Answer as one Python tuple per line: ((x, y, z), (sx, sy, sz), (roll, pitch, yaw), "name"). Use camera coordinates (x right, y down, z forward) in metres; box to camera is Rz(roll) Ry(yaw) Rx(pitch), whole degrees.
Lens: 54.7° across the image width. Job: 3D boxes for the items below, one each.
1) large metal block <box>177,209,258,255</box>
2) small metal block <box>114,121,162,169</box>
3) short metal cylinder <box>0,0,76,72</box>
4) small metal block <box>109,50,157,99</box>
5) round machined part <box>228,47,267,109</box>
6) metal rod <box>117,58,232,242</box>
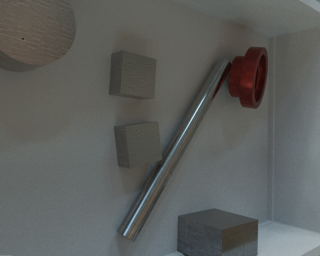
((0.082, 0.153, 0.443), (0.081, 0.080, 0.050), (3, 89, -40), "large metal block")
((-0.027, 0.019, 0.386), (0.050, 0.025, 0.050), (-10, 97, -40), "small metal block")
((-0.126, -0.095, 0.285), (0.081, 0.050, 0.079), (0, 90, -40), "short metal cylinder")
((-0.033, -0.063, 0.381), (0.050, 0.025, 0.050), (5, 87, -40), "small metal block")
((0.142, -0.082, 0.503), (0.099, 0.042, 0.097), (-30, 125, -55), "round machined part")
((0.031, 0.015, 0.434), (0.025, 0.025, 0.300), (47, 62, -30), "metal rod")
